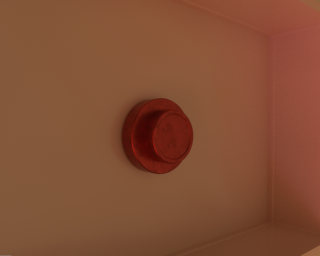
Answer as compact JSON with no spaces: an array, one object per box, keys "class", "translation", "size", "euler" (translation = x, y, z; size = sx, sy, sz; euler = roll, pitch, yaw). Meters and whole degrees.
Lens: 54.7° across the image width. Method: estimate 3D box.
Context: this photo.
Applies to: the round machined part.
[{"class":"round machined part","translation":[0.005,0.010,0.397],"size":[0.099,0.042,0.097],"euler":[0,90,-40]}]
